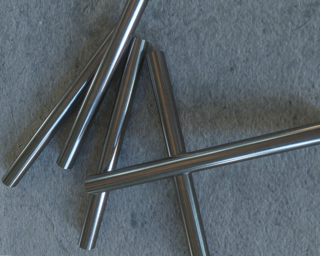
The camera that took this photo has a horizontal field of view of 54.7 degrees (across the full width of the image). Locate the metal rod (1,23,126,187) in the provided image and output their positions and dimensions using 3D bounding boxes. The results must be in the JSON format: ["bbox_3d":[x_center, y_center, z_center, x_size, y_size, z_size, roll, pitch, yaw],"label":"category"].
[{"bbox_3d":[-0.144,-0.026,0.458,0.025,0.025,0.299,44,103,14],"label":"metal rod"}]

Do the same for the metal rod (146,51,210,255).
[{"bbox_3d":[0.025,0.048,0.399,0.025,0.025,0.298,-14,85,19],"label":"metal rod"}]

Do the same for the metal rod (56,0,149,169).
[{"bbox_3d":[-0.074,-0.074,0.418,0.025,0.025,0.298,32,106,17],"label":"metal rod"}]

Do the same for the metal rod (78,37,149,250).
[{"bbox_3d":[-0.066,0.025,0.431,0.025,0.025,0.298,17,96,19],"label":"metal rod"}]

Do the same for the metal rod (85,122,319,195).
[{"bbox_3d":[0.054,0.037,0.367,0.301,0.025,0.025,-14,85,10],"label":"metal rod"}]
